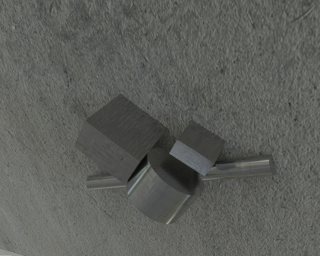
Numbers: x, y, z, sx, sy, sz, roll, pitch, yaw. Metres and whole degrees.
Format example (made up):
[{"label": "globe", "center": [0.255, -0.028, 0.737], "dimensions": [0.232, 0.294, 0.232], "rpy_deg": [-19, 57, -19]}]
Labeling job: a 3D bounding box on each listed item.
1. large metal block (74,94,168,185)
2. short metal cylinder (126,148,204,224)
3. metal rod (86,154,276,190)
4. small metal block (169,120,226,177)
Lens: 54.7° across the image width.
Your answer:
[{"label": "large metal block", "center": [-0.049, 0.012, 0.405], "dimensions": [0.080, 0.080, 0.050], "rpy_deg": [37, 129, 4]}, {"label": "short metal cylinder", "center": [0.006, 0.070, 0.382], "dimensions": [0.080, 0.080, 0.050], "rpy_deg": [36, 112, 4]}, {"label": "metal rod", "center": [0.008, 0.068, 0.444], "dimensions": [0.300, 0.025, 0.025], "rpy_deg": [-11, 113, 33]}, {"label": "small metal block", "center": [0.047, 0.023, 0.381], "dimensions": [0.050, 0.050, 0.025], "rpy_deg": [33, 129, 7]}]
